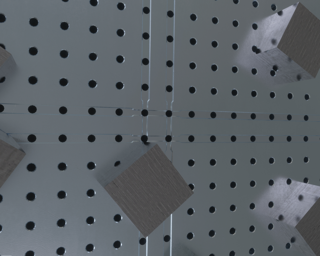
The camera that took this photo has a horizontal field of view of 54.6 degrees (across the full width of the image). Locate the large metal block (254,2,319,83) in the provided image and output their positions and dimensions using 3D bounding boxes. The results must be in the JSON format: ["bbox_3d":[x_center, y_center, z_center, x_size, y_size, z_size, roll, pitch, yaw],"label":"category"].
[{"bbox_3d":[0.206,-0.128,0.474,0.080,0.050,0.080,31,80,-17],"label":"large metal block"}]

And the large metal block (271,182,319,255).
[{"bbox_3d":[0.238,0.146,0.487,0.080,0.050,0.080,-42,103,-15],"label":"large metal block"}]

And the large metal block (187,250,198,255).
[{"bbox_3d":[0.057,0.230,0.420,0.080,0.050,0.080,41,77,-15],"label":"large metal block"}]

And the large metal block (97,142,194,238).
[{"bbox_3d":[-0.019,0.074,0.392,0.080,0.050,0.080,-40,103,-16],"label":"large metal block"}]

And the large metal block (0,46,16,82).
[{"bbox_3d":[-0.213,-0.067,0.321,0.080,0.050,0.080,38,78,-16],"label":"large metal block"}]

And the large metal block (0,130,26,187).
[{"bbox_3d":[-0.188,0.037,0.308,0.050,0.080,0.080,41,76,-34],"label":"large metal block"}]
